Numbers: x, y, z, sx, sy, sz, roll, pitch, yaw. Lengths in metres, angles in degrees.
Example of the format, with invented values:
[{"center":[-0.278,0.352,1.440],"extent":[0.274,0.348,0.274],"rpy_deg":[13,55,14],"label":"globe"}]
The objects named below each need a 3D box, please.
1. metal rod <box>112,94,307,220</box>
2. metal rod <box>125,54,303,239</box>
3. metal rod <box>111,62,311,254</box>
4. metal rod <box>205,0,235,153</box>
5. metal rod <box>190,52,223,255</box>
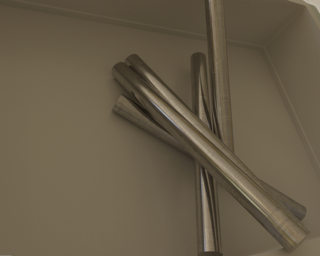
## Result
[{"center":[0.072,0.044,0.419],"extent":[0.301,0.025,0.025],"rpy_deg":[31,52,-8],"label":"metal rod"},{"center":[0.044,0.003,0.370],"extent":[0.025,0.025,0.300],"rpy_deg":[-17,52,-35],"label":"metal rod"},{"center":[0.031,0.008,0.343],"extent":[0.025,0.025,0.300],"rpy_deg":[-16,46,-35],"label":"metal rod"},{"center":[0.077,-0.100,0.413],"extent":[0.025,0.025,0.298],"rpy_deg":[1,82,-28],"label":"metal rod"},{"center":[0.055,0.008,0.399],"extent":[0.025,0.025,0.300],"rpy_deg":[18,50,-19],"label":"metal rod"}]
